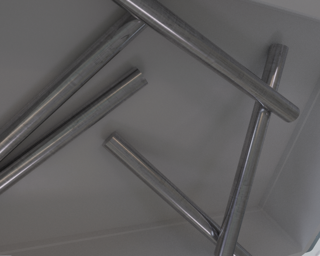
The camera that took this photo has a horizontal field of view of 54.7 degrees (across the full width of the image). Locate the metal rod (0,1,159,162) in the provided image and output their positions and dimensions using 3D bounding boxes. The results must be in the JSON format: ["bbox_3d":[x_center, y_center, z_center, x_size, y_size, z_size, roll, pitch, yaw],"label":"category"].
[{"bbox_3d":[-0.115,-0.031,0.326,0.300,0.025,0.025,-42,129,1],"label":"metal rod"}]

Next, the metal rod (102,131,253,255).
[{"bbox_3d":[0.040,0.113,0.426,0.025,0.025,0.300,-45,106,3],"label":"metal rod"}]

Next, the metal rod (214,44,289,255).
[{"bbox_3d":[0.126,0.031,0.425,0.025,0.025,0.299,18,87,-35],"label":"metal rod"}]

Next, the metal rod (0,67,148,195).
[{"bbox_3d":[-0.140,0.030,0.350,0.301,0.025,0.025,-37,129,-3],"label":"metal rod"}]

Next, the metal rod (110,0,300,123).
[{"bbox_3d":[0.060,-0.078,0.344,0.301,0.025,0.025,27,104,-30],"label":"metal rod"}]
